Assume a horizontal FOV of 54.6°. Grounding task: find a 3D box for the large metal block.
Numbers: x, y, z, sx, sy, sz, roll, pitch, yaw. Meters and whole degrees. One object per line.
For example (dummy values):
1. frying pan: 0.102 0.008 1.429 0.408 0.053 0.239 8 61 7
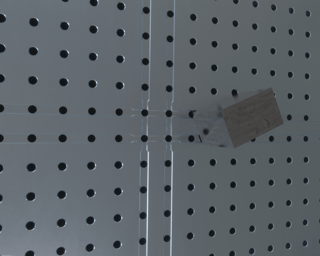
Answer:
1. large metal block: 0.102 -0.014 0.421 0.081 0.080 0.050 -24 98 -18
